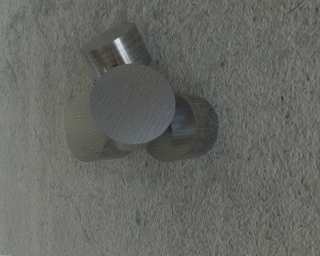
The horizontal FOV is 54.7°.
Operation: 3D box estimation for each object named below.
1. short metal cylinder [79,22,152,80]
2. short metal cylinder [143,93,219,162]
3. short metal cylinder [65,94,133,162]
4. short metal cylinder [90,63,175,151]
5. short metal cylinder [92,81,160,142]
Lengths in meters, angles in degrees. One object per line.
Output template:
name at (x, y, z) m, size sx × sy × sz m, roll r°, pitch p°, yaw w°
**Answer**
short metal cylinder at (-0.058, -0.097, 0.408) m, size 0.080 × 0.080 × 0.050 m, roll 0°, pitch 129°, yaw 39°
short metal cylinder at (0.022, -0.001, 0.370) m, size 0.080 × 0.050 × 0.079 m, roll 0°, pitch 90°, yaw 39°
short metal cylinder at (-0.072, 0.000, 0.381) m, size 0.080 × 0.050 × 0.079 m, roll 0°, pitch 90°, yaw 39°
short metal cylinder at (-0.028, -0.019, 0.317) m, size 0.050 × 0.081 × 0.080 m, roll 118°, pitch 140°, yaw -76°
short metal cylinder at (-0.047, -0.022, 0.427) m, size 0.080 × 0.050 × 0.079 m, roll 0°, pitch 90°, yaw 39°
